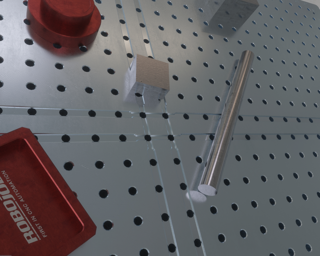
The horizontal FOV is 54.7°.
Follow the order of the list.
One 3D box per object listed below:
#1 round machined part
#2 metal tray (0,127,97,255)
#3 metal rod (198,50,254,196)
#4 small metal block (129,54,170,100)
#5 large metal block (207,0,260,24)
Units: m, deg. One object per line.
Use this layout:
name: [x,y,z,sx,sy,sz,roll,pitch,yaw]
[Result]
round machined part: [-0.129,-0.163,0.427,0.099,0.042,0.098,14,56,-21]
metal tray: [-0.133,0.072,0.288,0.091,0.030,0.130,-30,79,-38]
metal rod: [0.112,-0.028,0.484,0.025,0.025,0.301,32,51,-8]
small metal block: [-0.015,-0.073,0.445,0.050,0.025,0.050,12,57,-22]
large metal block: [0.144,-0.268,0.633,0.081,0.050,0.080,1,61,-28]
